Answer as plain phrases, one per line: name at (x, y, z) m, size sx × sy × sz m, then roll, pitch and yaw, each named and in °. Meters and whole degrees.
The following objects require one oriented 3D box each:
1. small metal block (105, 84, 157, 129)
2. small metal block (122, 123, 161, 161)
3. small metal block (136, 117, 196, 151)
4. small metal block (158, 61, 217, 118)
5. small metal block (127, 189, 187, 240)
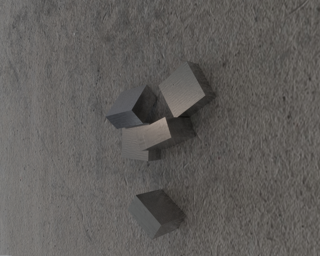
small metal block at (-0.038, -0.029, 0.419) m, size 0.050 × 0.025 × 0.050 m, roll -10°, pitch 41°, yaw 39°
small metal block at (-0.026, 0.017, 0.426) m, size 0.050 × 0.025 × 0.050 m, roll 3°, pitch 92°, yaw 40°
small metal block at (0.008, 0.008, 0.383) m, size 0.050 × 0.050 × 0.025 m, roll -26°, pitch 74°, yaw 37°
small metal block at (0.033, -0.045, 0.378) m, size 0.050 × 0.025 × 0.050 m, roll -38°, pitch 67°, yaw 33°
small metal block at (-0.004, 0.107, 0.392) m, size 0.050 × 0.050 × 0.025 m, roll 43°, pitch 116°, yaw 31°
